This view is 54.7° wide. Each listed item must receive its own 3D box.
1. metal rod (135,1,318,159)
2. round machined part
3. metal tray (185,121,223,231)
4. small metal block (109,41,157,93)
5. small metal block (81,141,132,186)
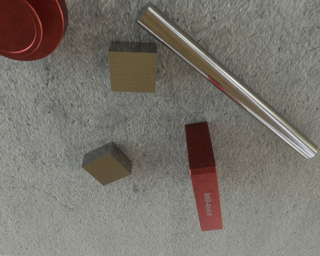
[{"bbox_3d":[0.097,-0.042,0.373,0.301,0.025,0.025,33,123,-25],"label":"metal rod"},{"bbox_3d":[-0.144,-0.108,0.302,0.099,0.042,0.097,-1,130,0],"label":"round machined part"},{"bbox_3d":[0.061,0.067,0.422,0.030,0.090,0.129,-9,130,7],"label":"metal tray"},{"bbox_3d":[-0.030,-0.068,0.349,0.050,0.025,0.050,2,130,-2],"label":"small metal block"},{"bbox_3d":[-0.076,0.053,0.451,0.050,0.025,0.050,-25,126,19],"label":"small metal block"}]
